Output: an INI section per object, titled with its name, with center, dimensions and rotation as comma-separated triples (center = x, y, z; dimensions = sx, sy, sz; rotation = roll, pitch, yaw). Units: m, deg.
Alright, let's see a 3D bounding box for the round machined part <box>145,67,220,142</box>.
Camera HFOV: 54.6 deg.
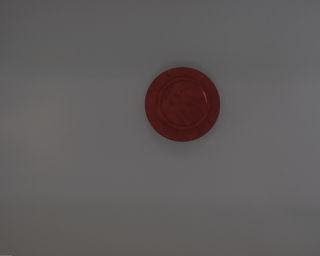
[round machined part]
center = 0.029, -0.031, 0.403
dimensions = 0.099, 0.042, 0.097
rotation = 0, 90, 0
